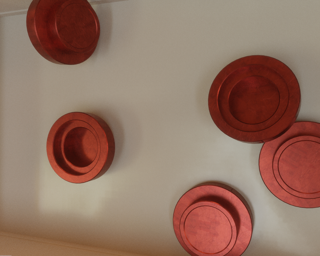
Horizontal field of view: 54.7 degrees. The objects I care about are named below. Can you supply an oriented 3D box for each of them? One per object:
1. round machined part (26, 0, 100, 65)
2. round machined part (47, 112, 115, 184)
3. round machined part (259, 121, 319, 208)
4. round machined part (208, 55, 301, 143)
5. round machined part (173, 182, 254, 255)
[{"bbox_3d":[-0.119,-0.133,0.410,0.042,0.099,0.097,10,94,39],"label":"round machined part"},{"bbox_3d":[-0.107,0.027,0.439,0.098,0.042,0.097,0,90,20],"label":"round machined part"},{"bbox_3d":[0.161,0.041,0.344,0.098,0.042,0.097,0,90,20],"label":"round machined part"},{"bbox_3d":[0.109,-0.030,0.357,0.098,0.042,0.098,-5,79,25],"label":"round machined part"},{"bbox_3d":[0.062,0.118,0.379,0.098,0.042,0.097,0,90,20],"label":"round machined part"}]
